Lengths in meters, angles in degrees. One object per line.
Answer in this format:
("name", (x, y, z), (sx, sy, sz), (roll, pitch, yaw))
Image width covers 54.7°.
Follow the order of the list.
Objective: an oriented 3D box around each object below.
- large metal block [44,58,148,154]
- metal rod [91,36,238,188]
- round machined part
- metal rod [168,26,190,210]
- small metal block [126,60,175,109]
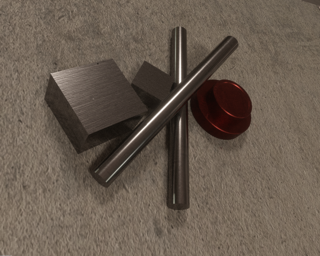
("large metal block", (-0.076, -0.028, 0.365), (0.081, 0.050, 0.080), (-25, 76, -37))
("metal rod", (0.023, -0.039, 0.412), (0.025, 0.025, 0.301), (43, 60, 1))
("round machined part", (0.099, -0.034, 0.470), (0.099, 0.042, 0.098), (14, 56, -21))
("metal rod", (0.027, -0.035, 0.441), (0.025, 0.025, 0.300), (16, 55, -20))
("small metal block", (-0.013, -0.059, 0.434), (0.050, 0.025, 0.050), (30, 52, -10))
